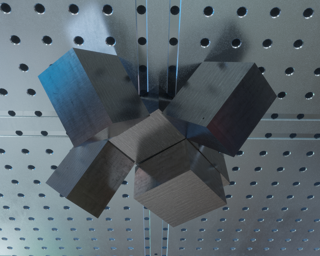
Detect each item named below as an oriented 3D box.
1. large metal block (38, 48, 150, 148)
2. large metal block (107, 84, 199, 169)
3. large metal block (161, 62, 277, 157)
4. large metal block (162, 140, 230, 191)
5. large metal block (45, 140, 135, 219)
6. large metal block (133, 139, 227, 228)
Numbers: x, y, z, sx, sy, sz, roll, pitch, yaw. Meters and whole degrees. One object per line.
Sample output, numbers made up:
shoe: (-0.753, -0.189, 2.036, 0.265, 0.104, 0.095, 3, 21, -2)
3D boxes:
large metal block: (-0.065, -0.032, 0.327, 0.050, 0.080, 0.080, -31, 85, 23)
large metal block: (-0.008, 0.005, 0.399, 0.080, 0.050, 0.080, -31, 124, 23)
large metal block: (0.062, -0.024, 0.335, 0.050, 0.080, 0.080, 45, 77, -30)
large metal block: (0.041, 0.055, 0.441, 0.080, 0.050, 0.080, -30, 123, 22)
large metal block: (-0.092, 0.060, 0.405, 0.050, 0.080, 0.080, 45, 159, -30)
large metal block: (0.025, 0.072, 0.389, 0.080, 0.050, 0.080, -31, 125, 22)
